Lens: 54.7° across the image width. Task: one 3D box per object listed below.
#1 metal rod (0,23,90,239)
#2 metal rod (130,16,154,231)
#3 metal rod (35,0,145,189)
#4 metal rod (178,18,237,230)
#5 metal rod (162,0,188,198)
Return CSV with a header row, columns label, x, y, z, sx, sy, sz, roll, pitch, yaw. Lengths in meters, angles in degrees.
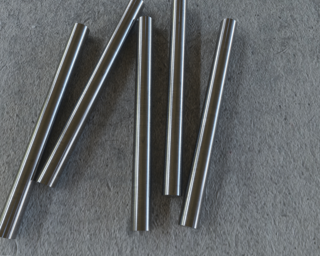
label,x,y,z,sx,sy,sz,roll,pitch,yaw
metal rod,-0.149,-0.011,0.410,0.025,0.025,0.299,12,70,4
metal rod,-0.022,-0.020,0.414,0.025,0.025,0.299,0,70,0
metal rod,-0.088,-0.062,0.429,0.025,0.025,0.300,20,71,7
metal rod,0.068,-0.020,0.415,0.025,0.025,0.299,13,70,4
metal rod,0.022,-0.057,0.428,0.025,0.025,0.299,3,70,1
